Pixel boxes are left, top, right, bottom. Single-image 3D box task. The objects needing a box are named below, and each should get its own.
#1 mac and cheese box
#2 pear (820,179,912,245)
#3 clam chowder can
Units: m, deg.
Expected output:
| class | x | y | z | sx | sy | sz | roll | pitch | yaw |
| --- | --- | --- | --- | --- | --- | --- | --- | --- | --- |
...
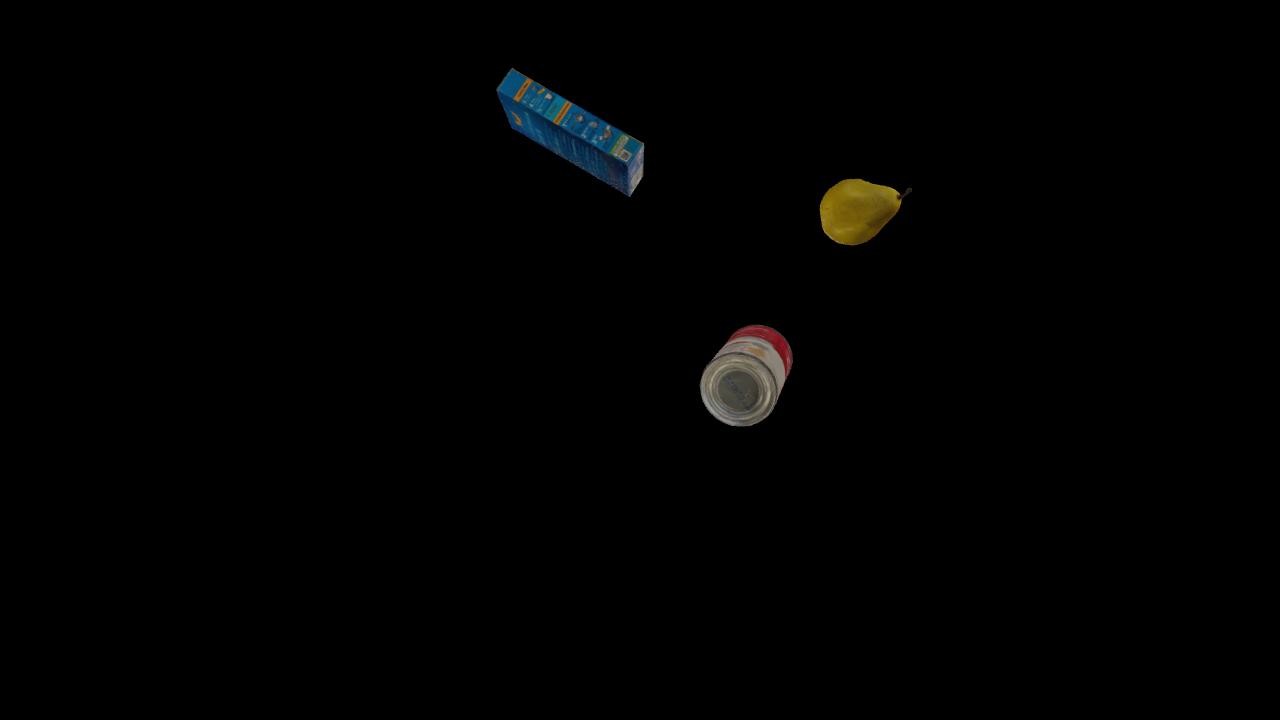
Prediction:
| class | x | y | z | sx | sy | sz | roll | pitch | yaw |
| --- | --- | --- | --- | --- | --- | --- | --- | --- | --- |
| mac and cheese box | -0.082 | -0.276 | 0.757 | 0.184 | 0.041 | 0.093 | 32 | -5 | 4 |
| pear | 0.275 | -0.179 | 0.734 | 0.080 | 0.080 | 0.111 | 0 | 4 | -42 |
| clam chowder can | 0.098 | 0.012 | 0.557 | 0.068 | 0.068 | 0.102 | 0 | 16 | 21 |
